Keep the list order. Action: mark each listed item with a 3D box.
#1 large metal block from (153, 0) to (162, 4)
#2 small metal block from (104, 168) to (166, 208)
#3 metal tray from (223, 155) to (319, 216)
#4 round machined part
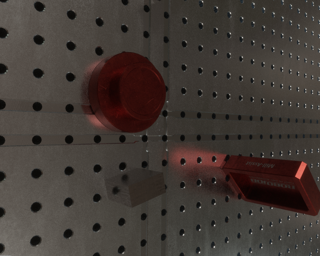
[{"bbox_3d":[0.010,-0.225,0.403,0.080,0.050,0.080,-51,120,-28],"label":"large metal block"},{"bbox_3d":[-0.030,0.069,0.370,0.050,0.050,0.025,-15,100,-39],"label":"small metal block"},{"bbox_3d":[0.176,0.088,0.491,0.030,0.130,0.090,-51,121,-28],"label":"metal tray"},{"bbox_3d":[-0.031,-0.043,0.373,0.099,0.042,0.097,0,90,-40],"label":"round machined part"}]
